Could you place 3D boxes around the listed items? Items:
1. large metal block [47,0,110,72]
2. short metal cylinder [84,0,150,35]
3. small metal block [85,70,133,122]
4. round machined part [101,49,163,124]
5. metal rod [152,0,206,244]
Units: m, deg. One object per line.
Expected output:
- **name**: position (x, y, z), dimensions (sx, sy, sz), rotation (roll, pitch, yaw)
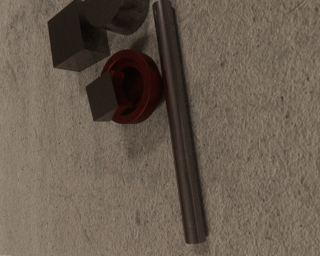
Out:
- **large metal block**: position (-0.130, -0.143, 0.493), dimensions (0.080, 0.050, 0.080), rotation (-17, 80, 38)
- **short metal cylinder**: position (-0.061, -0.177, 0.437), dimensions (0.080, 0.050, 0.079), rotation (0, 90, 39)
- **small metal block**: position (-0.067, -0.040, 0.403), dimensions (0.050, 0.025, 0.050), rotation (-25, 74, 37)
- **round machined part**: position (-0.035, -0.054, 0.421), dimensions (0.098, 0.042, 0.097), rotation (0, 90, 39)
- **metal rod**: position (0.022, -0.013, 0.384), dimensions (0.025, 0.025, 0.298), rotation (-13, 82, 39)
